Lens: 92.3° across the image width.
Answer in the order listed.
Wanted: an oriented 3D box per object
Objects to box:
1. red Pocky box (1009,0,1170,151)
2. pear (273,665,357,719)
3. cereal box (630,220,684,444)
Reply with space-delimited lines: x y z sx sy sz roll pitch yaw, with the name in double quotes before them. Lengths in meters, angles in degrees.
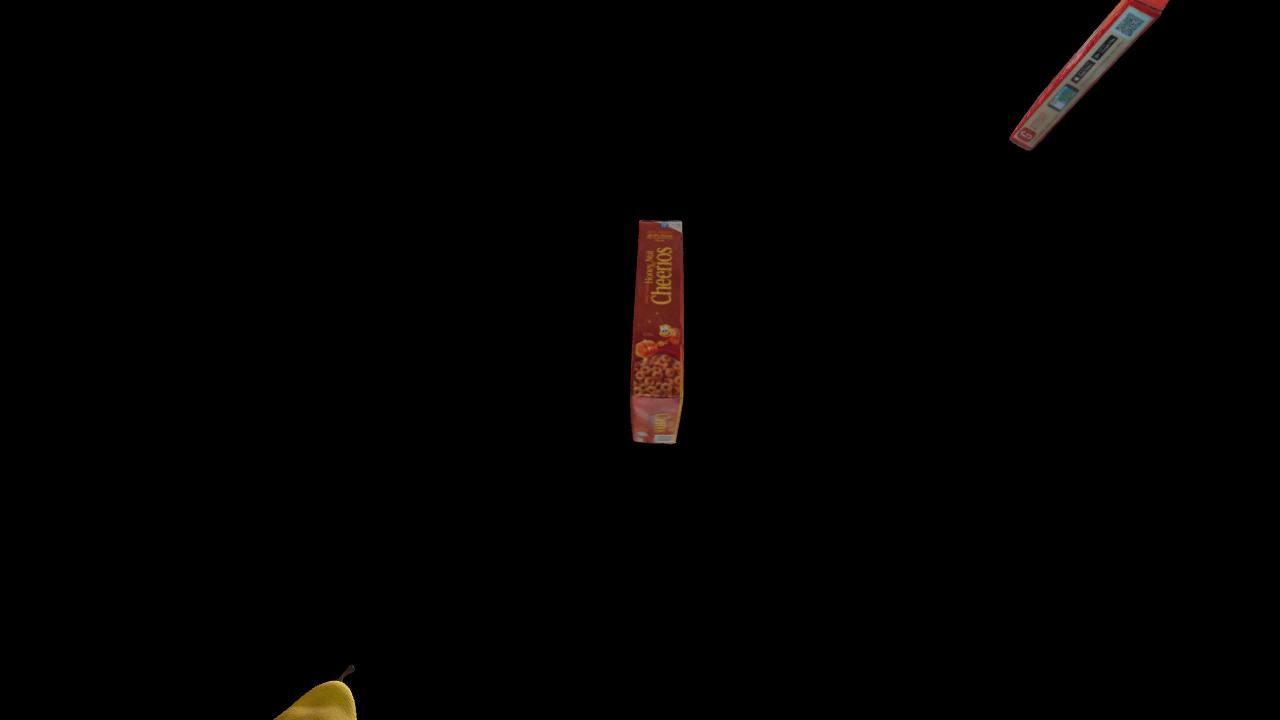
"red Pocky box" 0.413 -0.274 0.564 0.028 0.083 0.155 38 -23 11
"pear" -0.232 0.264 0.433 0.080 0.080 0.111 0 35 -13
"cereal box" 0.029 -0.042 0.982 0.081 0.306 0.203 2 -26 1
